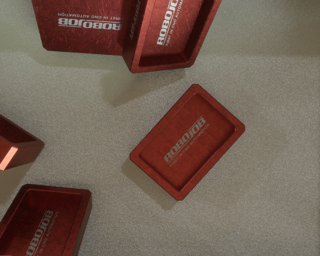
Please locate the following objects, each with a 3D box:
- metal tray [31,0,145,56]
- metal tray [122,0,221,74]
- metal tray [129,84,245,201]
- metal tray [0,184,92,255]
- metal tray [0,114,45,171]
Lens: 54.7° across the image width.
[{"bbox_3d":[-0.083,-0.137,0.380,0.131,0.089,0.030,4,45,-1],"label":"metal tray"},{"bbox_3d":[0.013,-0.122,0.348,0.091,0.129,0.030,-11,57,-26],"label":"metal tray"},{"bbox_3d":[0.035,0.018,0.409,0.090,0.030,0.130,42,90,-1],"label":"metal tray"},{"bbox_3d":[-0.138,0.124,0.359,0.091,0.130,0.030,6,123,-1],"label":"metal tray"},{"bbox_3d":[-0.217,-0.001,0.376,0.130,0.090,0.030,33,90,-1],"label":"metal tray"}]
